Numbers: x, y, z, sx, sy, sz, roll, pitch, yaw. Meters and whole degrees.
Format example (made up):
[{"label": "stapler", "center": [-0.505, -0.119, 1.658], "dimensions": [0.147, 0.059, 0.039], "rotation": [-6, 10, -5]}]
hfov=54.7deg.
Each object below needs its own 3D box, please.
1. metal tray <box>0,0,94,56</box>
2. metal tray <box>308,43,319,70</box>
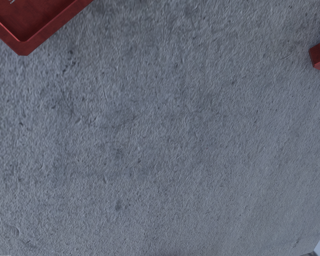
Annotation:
[{"label": "metal tray", "center": [-0.102, -0.137, 0.262], "dimensions": [0.130, 0.030, 0.090], "rotation": [-41, 130, -1]}, {"label": "metal tray", "center": [0.303, -0.110, 0.467], "dimensions": [0.131, 0.030, 0.090], "rotation": [10, 154, -33]}]
